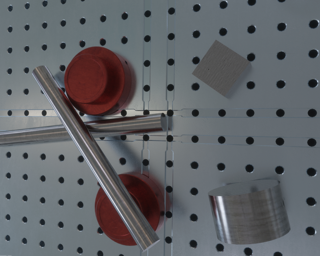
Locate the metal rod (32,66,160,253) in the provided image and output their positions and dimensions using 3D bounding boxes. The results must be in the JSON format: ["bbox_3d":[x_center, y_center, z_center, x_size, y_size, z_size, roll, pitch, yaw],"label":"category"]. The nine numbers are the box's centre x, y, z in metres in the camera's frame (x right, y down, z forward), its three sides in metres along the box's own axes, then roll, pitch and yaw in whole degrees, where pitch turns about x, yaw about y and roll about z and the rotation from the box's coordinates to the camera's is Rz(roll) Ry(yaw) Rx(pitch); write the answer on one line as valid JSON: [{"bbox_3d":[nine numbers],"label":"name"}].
[{"bbox_3d":[-0.095,0.026,0.412,0.025,0.025,0.300,-43,68,15],"label":"metal rod"}]

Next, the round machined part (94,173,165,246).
[{"bbox_3d":[-0.047,0.111,0.420,0.098,0.042,0.097,0,90,20],"label":"round machined part"}]

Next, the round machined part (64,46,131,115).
[{"bbox_3d":[-0.094,-0.067,0.437,0.098,0.042,0.097,0,90,20],"label":"round machined part"}]

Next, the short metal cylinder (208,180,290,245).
[{"bbox_3d":[0.099,0.091,0.348,0.080,0.080,0.050,-13,86,19],"label":"short metal cylinder"}]

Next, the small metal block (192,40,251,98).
[{"bbox_3d":[0.077,-0.073,0.385,0.050,0.025,0.050,38,102,16],"label":"small metal block"}]

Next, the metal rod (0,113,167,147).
[{"bbox_3d":[-0.136,0.006,0.460,0.301,0.025,0.025,-6,88,19],"label":"metal rod"}]
